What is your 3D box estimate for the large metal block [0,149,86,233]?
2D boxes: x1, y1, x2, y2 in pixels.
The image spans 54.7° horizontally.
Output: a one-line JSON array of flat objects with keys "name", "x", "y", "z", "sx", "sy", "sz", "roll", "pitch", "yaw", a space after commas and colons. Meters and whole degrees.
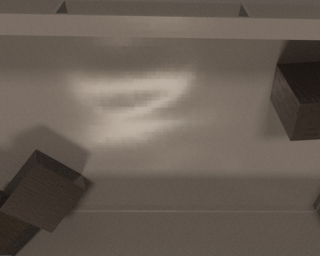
[{"name": "large metal block", "x": -0.167, "y": 0.091, "z": 0.446, "sx": 0.080, "sy": 0.050, "sz": 0.080, "roll": 37, "pitch": 92, "yaw": -28}]

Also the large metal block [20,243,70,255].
[{"name": "large metal block", "x": -0.231, "y": 0.279, "z": 0.630, "sx": 0.080, "sy": 0.050, "sz": 0.079, "roll": -3, "pitch": 130, "yaw": 2}]

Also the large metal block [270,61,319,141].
[{"name": "large metal block", "x": 0.179, "y": -0.033, "z": 0.348, "sx": 0.080, "sy": 0.080, "sz": 0.050, "roll": -3, "pitch": 130, "yaw": 2}]

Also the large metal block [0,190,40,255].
[{"name": "large metal block", "x": -0.237, "y": 0.146, "z": 0.446, "sx": 0.080, "sy": 0.080, "sz": 0.050, "roll": 38, "pitch": 162, "yaw": 13}]
